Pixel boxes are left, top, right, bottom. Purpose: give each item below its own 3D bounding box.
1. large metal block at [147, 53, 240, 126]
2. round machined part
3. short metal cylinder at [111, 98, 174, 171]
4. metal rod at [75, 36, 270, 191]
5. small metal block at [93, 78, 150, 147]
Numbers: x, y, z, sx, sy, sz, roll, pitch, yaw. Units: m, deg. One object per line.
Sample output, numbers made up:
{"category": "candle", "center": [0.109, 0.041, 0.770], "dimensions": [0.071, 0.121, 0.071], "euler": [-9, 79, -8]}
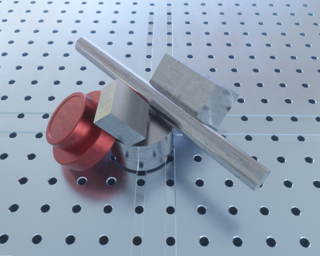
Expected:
{"category": "large metal block", "center": [0.044, -0.047, 0.399], "dimensions": [0.080, 0.050, 0.080], "euler": [39, 17, 27]}
{"category": "round machined part", "center": [-0.094, -0.003, 0.360], "dimensions": [0.098, 0.042, 0.098], "euler": [-24, 48, 30]}
{"category": "short metal cylinder", "center": [-0.023, 0.005, 0.381], "dimensions": [0.081, 0.050, 0.080], "euler": [0, 50, 0]}
{"category": "metal rod", "center": [-0.005, -0.033, 0.366], "dimensions": [0.025, 0.025, 0.300], "euler": [-36, 59, -26]}
{"category": "small metal block", "center": [-0.039, -0.016, 0.332], "dimensions": [0.025, 0.050, 0.050], "euler": [-27, 42, 32]}
